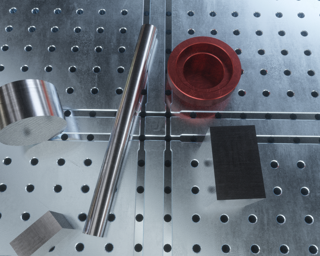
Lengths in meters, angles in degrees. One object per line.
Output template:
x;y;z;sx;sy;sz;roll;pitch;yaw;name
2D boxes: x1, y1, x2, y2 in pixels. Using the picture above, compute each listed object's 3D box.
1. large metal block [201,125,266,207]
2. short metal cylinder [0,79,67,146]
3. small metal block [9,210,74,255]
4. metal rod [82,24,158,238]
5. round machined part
0.081;0.048;0.366;0.050;0.080;0.080;-2;70;-1;large metal block
-0.163;-0.017;0.387;0.081;0.080;0.050;-20;72;-7;short metal cylinder
-0.132;0.123;0.352;0.050;0.050;0.025;-40;75;-13;small metal block
-0.047;-0.011;0.415;0.025;0.025;0.299;12;70;4;metal rod
0.059;-0.075;0.431;0.099;0.042;0.098;0;70;-1;round machined part
